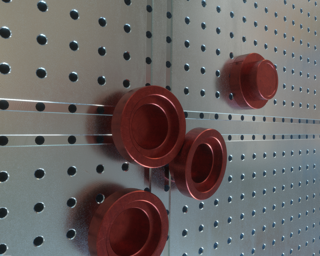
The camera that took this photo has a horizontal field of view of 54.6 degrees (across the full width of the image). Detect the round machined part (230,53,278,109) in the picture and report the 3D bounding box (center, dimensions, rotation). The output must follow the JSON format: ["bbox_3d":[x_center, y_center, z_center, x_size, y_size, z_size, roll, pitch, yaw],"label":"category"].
[{"bbox_3d":[0.168,-0.082,0.537,0.099,0.042,0.097,0,90,-40],"label":"round machined part"}]

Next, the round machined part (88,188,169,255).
[{"bbox_3d":[-0.040,0.119,0.364,0.099,0.042,0.097,0,90,-40],"label":"round machined part"}]

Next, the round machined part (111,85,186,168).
[{"bbox_3d":[-0.018,-0.002,0.382,0.099,0.042,0.097,0,90,-39],"label":"round machined part"}]

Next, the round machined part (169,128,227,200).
[{"bbox_3d":[0.050,0.047,0.432,0.099,0.042,0.097,-9,102,-47],"label":"round machined part"}]
